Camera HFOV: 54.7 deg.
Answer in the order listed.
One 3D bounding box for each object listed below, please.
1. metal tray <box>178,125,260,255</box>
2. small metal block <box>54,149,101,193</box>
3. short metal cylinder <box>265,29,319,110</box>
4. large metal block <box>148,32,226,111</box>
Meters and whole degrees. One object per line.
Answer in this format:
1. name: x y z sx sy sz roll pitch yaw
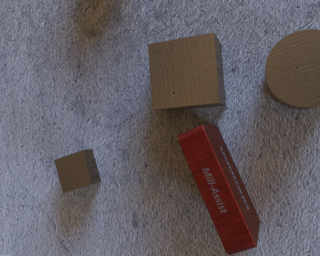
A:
1. metal tray: 0.070 0.061 0.349 0.030 0.090 0.129 -26 82 18
2. small metal block: -0.120 0.062 0.451 0.050 0.025 0.050 -19 84 19
3. short metal cylinder: 0.158 -0.061 0.340 0.080 0.050 0.080 0 90 20
4. large metal block: 0.035 -0.065 0.384 0.080 0.050 0.080 -5 89 20
